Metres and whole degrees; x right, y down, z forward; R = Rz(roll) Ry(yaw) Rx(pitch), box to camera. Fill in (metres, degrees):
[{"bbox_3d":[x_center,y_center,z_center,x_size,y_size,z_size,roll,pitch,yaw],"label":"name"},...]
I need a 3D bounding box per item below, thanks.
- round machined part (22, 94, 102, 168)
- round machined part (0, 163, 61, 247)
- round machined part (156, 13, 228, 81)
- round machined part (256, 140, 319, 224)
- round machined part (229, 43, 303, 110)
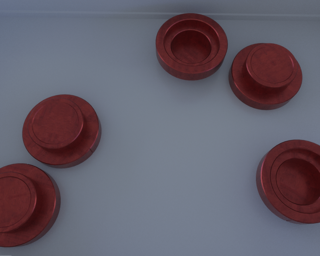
[{"bbox_3d":[-0.128,0.000,0.400,0.099,0.042,0.098,0,70,0],"label":"round machined part"},{"bbox_3d":[-0.173,0.089,0.367,0.099,0.042,0.098,0,70,0],"label":"round machined part"},{"bbox_3d":[0.043,-0.110,0.441,0.099,0.042,0.098,0,70,0],"label":"round machined part"},{"bbox_3d":[0.166,0.067,0.377,0.099,0.042,0.098,0,70,0],"label":"round machined part"},{"bbox_3d":[0.149,-0.078,0.430,0.099,0.042,0.098,0,70,0],"label":"round machined part"}]
